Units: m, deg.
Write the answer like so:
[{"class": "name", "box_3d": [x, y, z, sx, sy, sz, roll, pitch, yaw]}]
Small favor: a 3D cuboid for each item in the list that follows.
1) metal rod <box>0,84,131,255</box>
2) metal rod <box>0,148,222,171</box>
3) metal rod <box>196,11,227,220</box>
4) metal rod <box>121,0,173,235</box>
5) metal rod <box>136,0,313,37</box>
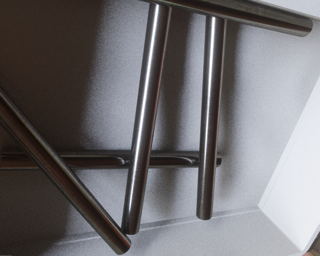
[{"class": "metal rod", "box_3d": [-0.115, 0.044, 0.339, 0.025, 0.025, 0.299, -34, 119, -6]}, {"class": "metal rod", "box_3d": [-0.042, 0.042, 0.411, 0.302, 0.025, 0.025, 3, 117, -30]}, {"class": "metal rod", "box_3d": [0.068, -0.001, 0.421, 0.025, 0.025, 0.298, -11, 116, -23]}, {"class": "metal rod", "box_3d": [-0.019, -0.001, 0.373, 0.025, 0.025, 0.298, -2, 112, -28]}, {"class": "metal rod", "box_3d": [0.056, -0.131, 0.327, 0.303, 0.025, 0.025, 0, 119, -30]}]
